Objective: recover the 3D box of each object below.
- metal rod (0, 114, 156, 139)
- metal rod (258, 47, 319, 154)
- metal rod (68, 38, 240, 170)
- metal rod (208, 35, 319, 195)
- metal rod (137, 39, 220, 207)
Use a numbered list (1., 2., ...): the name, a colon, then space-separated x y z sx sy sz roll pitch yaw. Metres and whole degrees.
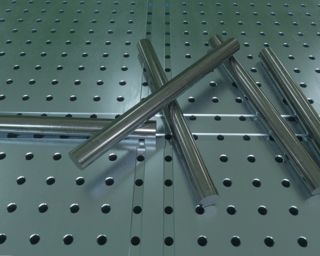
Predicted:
1. metal rod: -0.156 -0.003 0.408 0.302 0.025 0.025 2 50 1
2. metal rod: 0.203 -0.010 0.418 0.025 0.025 0.300 -8 51 -7
3. metal rod: 0.011 -0.046 0.412 0.025 0.025 0.302 36 58 26
4. metal rod: 0.139 -0.041 0.443 0.025 0.025 0.299 -13 51 -11
5. metal rod: 0.014 -0.030 0.433 0.025 0.025 0.300 -12 51 -10
